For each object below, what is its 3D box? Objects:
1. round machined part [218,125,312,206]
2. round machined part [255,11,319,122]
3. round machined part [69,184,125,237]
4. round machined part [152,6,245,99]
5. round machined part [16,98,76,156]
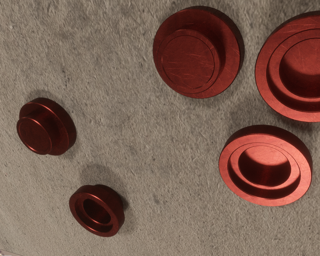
[{"bbox_3d":[0.121,0.038,0.356,0.098,0.042,0.097,13,124,20],"label":"round machined part"},{"bbox_3d":[0.142,-0.058,0.286,0.098,0.042,0.097,13,124,20],"label":"round machined part"},{"bbox_3d":[-0.103,0.136,0.532,0.098,0.042,0.097,13,124,20],"label":"round machined part"},{"bbox_3d":[0.036,-0.075,0.329,0.098,0.042,0.097,13,124,20],"label":"round machined part"},{"bbox_3d":[-0.187,0.004,0.494,0.098,0.042,0.097,13,124,20],"label":"round machined part"}]
